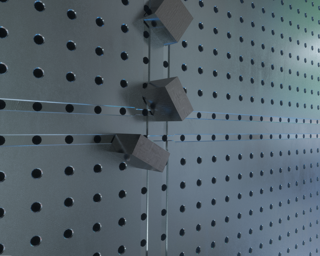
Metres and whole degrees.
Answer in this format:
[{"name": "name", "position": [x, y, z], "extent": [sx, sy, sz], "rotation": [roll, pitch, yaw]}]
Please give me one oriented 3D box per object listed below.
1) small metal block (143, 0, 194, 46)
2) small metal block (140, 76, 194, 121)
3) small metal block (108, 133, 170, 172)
[{"name": "small metal block", "position": [0.012, -0.149, 0.421], "extent": [0.050, 0.025, 0.050], "rotation": [45, 63, -31]}, {"name": "small metal block", "position": [0.009, -0.036, 0.402], "extent": [0.025, 0.050, 0.050], "rotation": [-43, 116, -32]}, {"name": "small metal block", "position": [-0.025, 0.030, 0.374], "extent": [0.050, 0.050, 0.025], "rotation": [36, 68, -35]}]
